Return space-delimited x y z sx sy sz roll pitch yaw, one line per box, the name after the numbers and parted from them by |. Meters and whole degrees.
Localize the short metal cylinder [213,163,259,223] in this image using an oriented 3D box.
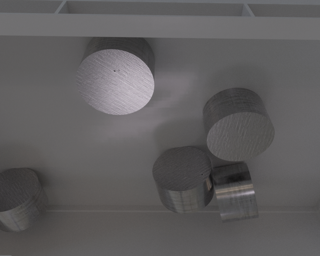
0.109 0.095 0.455 0.050 0.080 0.080 -12 129 10 | short metal cylinder

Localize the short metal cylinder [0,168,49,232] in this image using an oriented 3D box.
-0.215 0.106 0.461 0.080 0.080 0.050 -3 130 2 | short metal cylinder

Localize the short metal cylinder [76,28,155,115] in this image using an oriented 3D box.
-0.046 -0.061 0.340 0.081 0.050 0.079 0 130 0 | short metal cylinder

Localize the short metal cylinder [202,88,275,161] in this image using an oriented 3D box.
0.096 -0.004 0.390 0.081 0.050 0.079 0 130 0 | short metal cylinder

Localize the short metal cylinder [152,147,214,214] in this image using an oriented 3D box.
0.034 0.072 0.434 0.080 0.080 0.050 -8 130 6 | short metal cylinder
